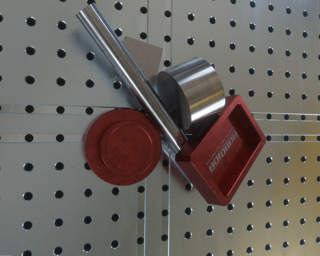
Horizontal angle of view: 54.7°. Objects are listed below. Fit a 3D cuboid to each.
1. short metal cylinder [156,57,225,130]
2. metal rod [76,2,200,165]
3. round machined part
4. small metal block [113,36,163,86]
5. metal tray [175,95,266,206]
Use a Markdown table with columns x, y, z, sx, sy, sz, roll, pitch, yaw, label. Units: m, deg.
| x | y | z | sx | sy | sz | roll | pitch | yaw | label |
| --- | --- | --- | --- | --- | --- | --- | --- | --- | --- |
| 0.038 | -0.044 | 0.398 | 0.050 | 0.080 | 0.080 | -27 | 99 | -18 | short metal cylinder |
| -0.001 | -0.018 | 0.395 | 0.025 | 0.025 | 0.299 | -42 | 111 | -15 | metal rod |
| -0.043 | 0.024 | 0.387 | 0.099 | 0.042 | 0.097 | 0 | 90 | -21 | round machined part |
| -0.029 | -0.085 | 0.403 | 0.050 | 0.025 | 0.050 | 14 | 85 | -20 | small metal block |
| 0.088 | 0.028 | 0.421 | 0.130 | 0.030 | 0.090 | -49 | 113 | -29 | metal tray |
